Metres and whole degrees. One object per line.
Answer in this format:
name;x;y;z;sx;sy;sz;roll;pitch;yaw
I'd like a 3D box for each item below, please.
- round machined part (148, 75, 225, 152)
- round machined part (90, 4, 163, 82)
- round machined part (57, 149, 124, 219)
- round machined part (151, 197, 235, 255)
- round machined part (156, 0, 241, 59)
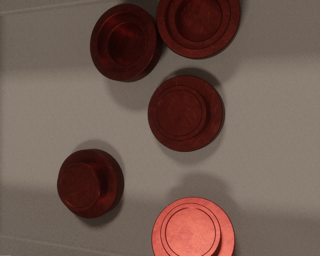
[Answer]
round machined part;0.030;-0.018;0.390;0.098;0.042;0.097;0;90;19
round machined part;-0.040;-0.109;0.412;0.098;0.042;0.097;0;91;24
round machined part;-0.104;0.079;0.437;0.098;0.042;0.097;0;90;19
round machined part;0.038;0.127;0.364;0.098;0.042;0.098;-6;56;9
round machined part;0.049;-0.133;0.379;0.098;0.042;0.097;2;99;15
